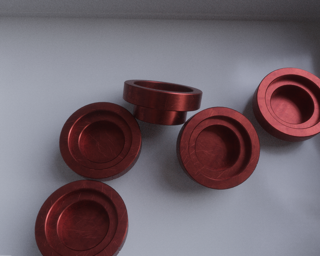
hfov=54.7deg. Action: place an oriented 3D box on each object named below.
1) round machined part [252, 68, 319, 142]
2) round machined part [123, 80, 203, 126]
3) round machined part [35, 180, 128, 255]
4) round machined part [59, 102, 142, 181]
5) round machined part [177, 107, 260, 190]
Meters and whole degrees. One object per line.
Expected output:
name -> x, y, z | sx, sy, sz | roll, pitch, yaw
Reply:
round machined part -> 0.172, -0.028, 0.413 | 0.099, 0.042, 0.098 | 0, 70, -1
round machined part -> 0.002, -0.032, 0.393 | 0.099, 0.098, 0.042 | 8, 105, 3
round machined part -> -0.085, 0.112, 0.352 | 0.099, 0.042, 0.098 | 2, 58, -3
round machined part -> -0.072, 0.020, 0.393 | 0.099, 0.042, 0.098 | 0, 70, -1
round machined part -> 0.068, 0.025, 0.383 | 0.099, 0.042, 0.097 | 1, 85, -8
